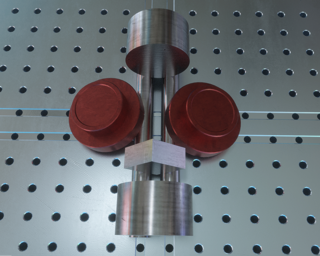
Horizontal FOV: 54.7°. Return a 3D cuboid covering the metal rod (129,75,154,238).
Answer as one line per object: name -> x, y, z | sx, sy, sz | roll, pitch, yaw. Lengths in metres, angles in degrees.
metal rod -> -0.021, -0.012, 0.415 | 0.025, 0.025, 0.299 | 1, 70, 0

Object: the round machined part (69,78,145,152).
round machined part -> -0.073, -0.021, 0.397 | 0.098, 0.042, 0.098 | -5, 69, 13

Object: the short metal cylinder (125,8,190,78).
short metal cylinder -> -0.003, -0.106, 0.398 | 0.080, 0.080, 0.050 | 1, 70, 0

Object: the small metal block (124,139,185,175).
small metal block -> -0.006, 0.035, 0.361 | 0.050, 0.050, 0.025 | 18, 64, -38

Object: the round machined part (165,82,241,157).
round machined part -> 0.059, -0.015, 0.394 | 0.099, 0.042, 0.098 | 5, 70, -14

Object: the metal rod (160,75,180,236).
metal rod -> 0.014, -0.013, 0.416 | 0.025, 0.025, 0.299 | 1, 70, 0

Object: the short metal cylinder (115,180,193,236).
short metal cylinder -> -0.006, 0.087, 0.327 | 0.080, 0.080, 0.050 | 1, 70, 0
